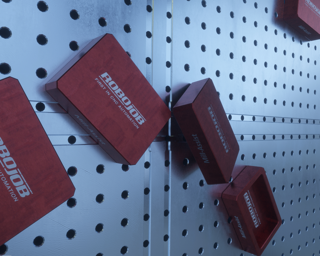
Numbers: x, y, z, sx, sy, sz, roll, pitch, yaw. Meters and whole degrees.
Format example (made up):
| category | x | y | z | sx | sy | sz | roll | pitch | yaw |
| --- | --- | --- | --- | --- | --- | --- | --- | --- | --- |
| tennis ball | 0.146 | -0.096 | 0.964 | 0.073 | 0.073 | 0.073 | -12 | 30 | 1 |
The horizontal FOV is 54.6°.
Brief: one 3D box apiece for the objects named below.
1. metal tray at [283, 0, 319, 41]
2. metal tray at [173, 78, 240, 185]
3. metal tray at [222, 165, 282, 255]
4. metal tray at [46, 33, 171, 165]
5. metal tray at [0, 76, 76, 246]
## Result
| category | x | y | z | sx | sy | sz | roll | pitch | yaw |
| --- | --- | --- | --- | --- | --- | --- | --- | --- | --- |
| metal tray | 0.316 | -0.254 | 0.668 | 0.131 | 0.030 | 0.090 | 13 | 82 | -39 |
| metal tray | 0.071 | 0.005 | 0.445 | 0.130 | 0.030 | 0.090 | 63 | 35 | -21 |
| metal tray | 0.164 | 0.143 | 0.541 | 0.091 | 0.030 | 0.130 | -37 | 113 | -33 |
| metal tray | -0.052 | -0.030 | 0.361 | 0.130 | 0.030 | 0.090 | 51 | 60 | -28 |
| metal tray | -0.147 | 0.030 | 0.282 | 0.091 | 0.030 | 0.129 | -34 | 111 | -35 |
